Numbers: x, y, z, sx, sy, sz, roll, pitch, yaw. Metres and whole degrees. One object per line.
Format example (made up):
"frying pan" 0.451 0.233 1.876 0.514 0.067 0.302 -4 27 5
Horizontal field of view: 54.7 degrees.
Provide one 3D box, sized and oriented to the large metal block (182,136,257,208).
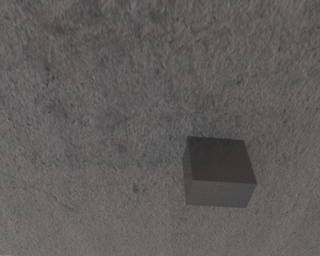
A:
"large metal block" 0.077 0.059 0.423 0.081 0.080 0.050 4 130 -4
